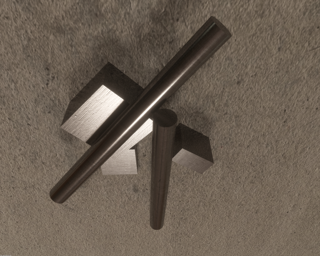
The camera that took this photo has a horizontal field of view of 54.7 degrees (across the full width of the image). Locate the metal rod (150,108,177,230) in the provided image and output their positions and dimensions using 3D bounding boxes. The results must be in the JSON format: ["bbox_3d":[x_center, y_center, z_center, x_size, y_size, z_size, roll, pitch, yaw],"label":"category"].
[{"bbox_3d":[0.000,0.080,0.434,0.025,0.025,0.298,1,143,-2],"label":"metal rod"}]

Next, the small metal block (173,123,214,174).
[{"bbox_3d":[0.041,0.027,0.415,0.050,0.050,0.025,26,125,-21],"label":"small metal block"}]

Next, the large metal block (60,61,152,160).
[{"bbox_3d":[-0.058,-0.018,0.375,0.080,0.050,0.080,36,121,-27],"label":"large metal block"}]

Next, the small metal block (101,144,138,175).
[{"bbox_3d":[-0.058,0.040,0.441,0.050,0.025,0.050,-2,130,1],"label":"small metal block"}]

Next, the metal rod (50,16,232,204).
[{"bbox_3d":[-0.041,0.001,0.341,0.025,0.025,0.299,32,123,-25],"label":"metal rod"}]
